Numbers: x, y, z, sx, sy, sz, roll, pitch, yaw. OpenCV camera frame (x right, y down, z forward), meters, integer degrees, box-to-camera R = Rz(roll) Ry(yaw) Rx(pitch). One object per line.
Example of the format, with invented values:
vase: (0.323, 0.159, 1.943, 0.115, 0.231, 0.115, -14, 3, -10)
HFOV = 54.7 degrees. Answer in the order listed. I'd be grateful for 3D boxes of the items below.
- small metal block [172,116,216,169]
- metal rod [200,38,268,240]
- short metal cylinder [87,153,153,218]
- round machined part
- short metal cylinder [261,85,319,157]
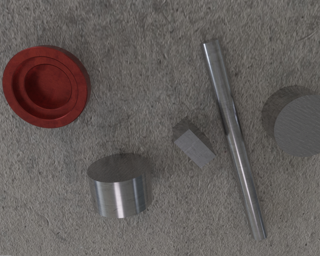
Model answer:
small metal block: (0.043, 0.017, 0.403, 0.025, 0.050, 0.050, -42, 105, 14)
metal rod: (0.106, 0.029, 0.421, 0.025, 0.025, 0.298, -17, 109, 6)
short metal cylinder: (-0.051, 0.073, 0.407, 0.080, 0.080, 0.050, -4, 110, 1)
round machined part: (-0.134, -0.052, 0.380, 0.099, 0.042, 0.097, 0, 110, 0)
short metal cylinder: (0.177, -0.010, 0.394, 0.081, 0.050, 0.079, 0, 110, 0)
